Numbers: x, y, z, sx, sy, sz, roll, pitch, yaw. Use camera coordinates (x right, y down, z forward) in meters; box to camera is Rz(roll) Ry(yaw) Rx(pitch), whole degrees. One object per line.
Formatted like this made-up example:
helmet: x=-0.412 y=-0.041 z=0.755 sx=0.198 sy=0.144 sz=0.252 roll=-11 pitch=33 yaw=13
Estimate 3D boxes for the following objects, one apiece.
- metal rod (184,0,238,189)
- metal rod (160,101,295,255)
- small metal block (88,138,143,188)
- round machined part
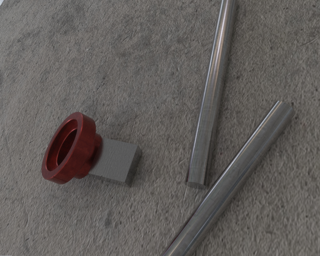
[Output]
metal rod: x=0.073 y=-0.068 z=0.407 sx=0.025 sy=0.025 sz=0.300 roll=0 pitch=61 yaw=28
metal rod: x=0.045 y=0.093 z=0.322 sx=0.025 sy=0.025 sz=0.300 roll=32 pitch=79 yaw=38
small metal block: x=-0.056 y=0.044 z=0.399 sx=0.050 sy=0.025 sz=0.050 roll=11 pitch=66 yaw=17
round machined part: x=-0.115 y=0.031 z=0.421 sx=0.098 sy=0.042 sz=0.098 roll=-33 pitch=41 yaw=34
